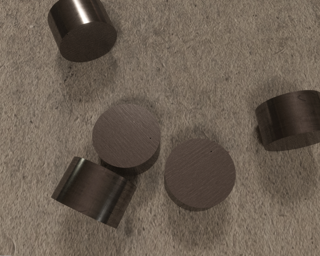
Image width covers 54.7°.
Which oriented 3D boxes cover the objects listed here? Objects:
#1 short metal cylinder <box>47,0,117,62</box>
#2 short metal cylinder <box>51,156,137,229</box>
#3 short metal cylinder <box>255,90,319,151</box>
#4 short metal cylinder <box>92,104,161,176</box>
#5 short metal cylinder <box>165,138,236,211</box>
[{"bbox_3d":[-0.107,-0.136,0.427,0.080,0.080,0.050,-23,72,-9],"label":"short metal cylinder"},{"bbox_3d":[-0.074,0.073,0.351,0.080,0.080,0.050,23,72,8],"label":"short metal cylinder"},{"bbox_3d":[0.164,-0.006,0.383,0.081,0.080,0.050,-7,71,-3],"label":"short metal cylinder"},{"bbox_3d":[-0.040,0.016,0.389,0.081,0.050,0.080,0,70,0],"label":"short metal cylinder"},{"bbox_3d":[0.046,0.058,0.374,0.081,0.050,0.080,0,70,0],"label":"short metal cylinder"}]
